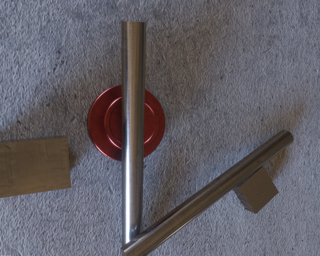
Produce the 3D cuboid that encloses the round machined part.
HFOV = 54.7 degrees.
[{"bbox_3d":[-0.039,-0.006,0.386,0.099,0.042,0.097,0,90,-20],"label":"round machined part"}]

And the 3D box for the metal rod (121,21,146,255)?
[{"bbox_3d":[-0.031,0.035,0.355,0.025,0.025,0.298,-4,108,-20],"label":"metal rod"}]

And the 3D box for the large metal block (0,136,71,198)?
[{"bbox_3d":[-0.141,0.037,0.328,0.081,0.080,0.050,-5,92,-20],"label":"large metal block"}]

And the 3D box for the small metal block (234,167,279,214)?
[{"bbox_3d":[0.141,0.090,0.463,0.050,0.025,0.050,-37,102,-17],"label":"small metal block"}]

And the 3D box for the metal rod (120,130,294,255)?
[{"bbox_3d":[0.080,0.081,0.419,0.302,0.025,0.025,-30,100,-26],"label":"metal rod"}]
